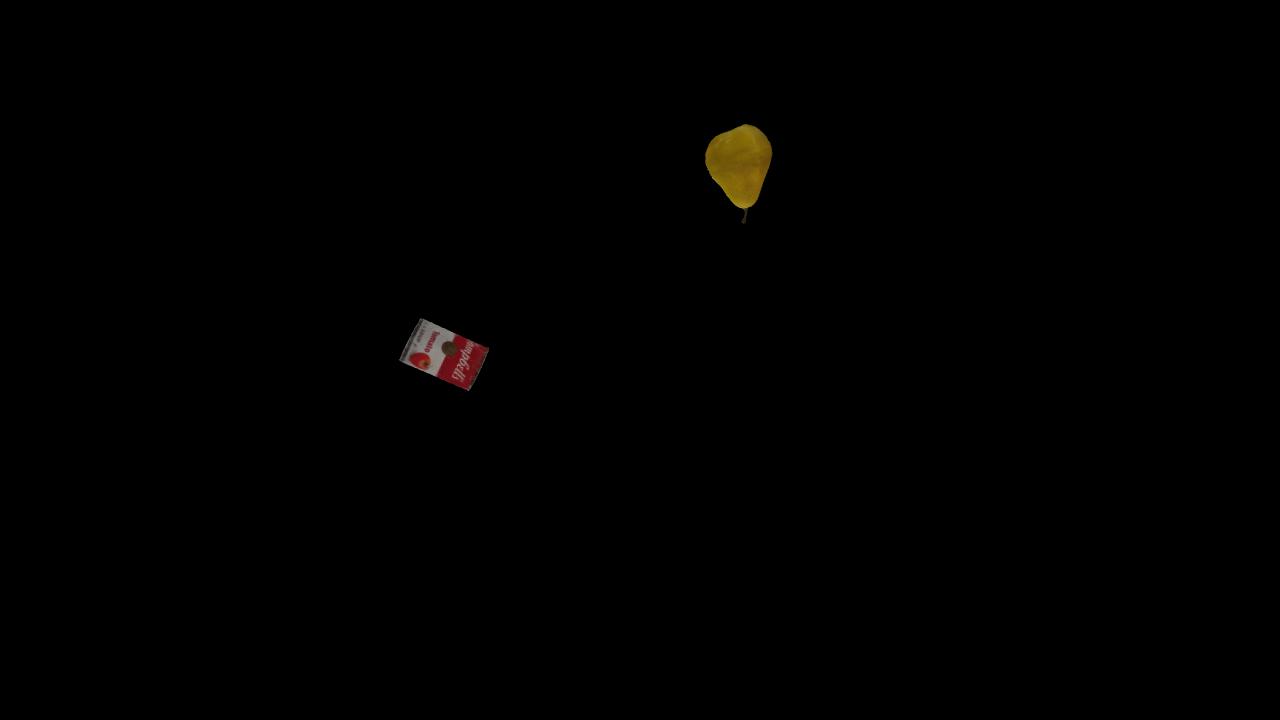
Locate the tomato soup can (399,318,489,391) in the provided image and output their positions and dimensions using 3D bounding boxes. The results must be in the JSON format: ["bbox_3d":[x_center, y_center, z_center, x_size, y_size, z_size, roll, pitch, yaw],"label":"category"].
[{"bbox_3d":[-0.270,-0.008,0.851,0.101,0.068,0.068,26,-8,-16],"label":"tomato soup can"}]

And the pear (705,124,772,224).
[{"bbox_3d":[0.128,-0.226,0.751,0.080,0.111,0.080,-20,12,5],"label":"pear"}]
